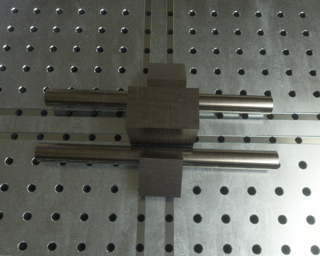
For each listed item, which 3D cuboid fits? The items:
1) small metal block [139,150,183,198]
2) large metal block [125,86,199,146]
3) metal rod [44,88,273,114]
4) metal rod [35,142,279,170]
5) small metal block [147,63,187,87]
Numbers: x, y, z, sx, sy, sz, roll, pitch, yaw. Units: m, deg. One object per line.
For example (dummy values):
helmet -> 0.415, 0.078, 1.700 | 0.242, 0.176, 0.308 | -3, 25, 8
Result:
small metal block -> 0.001, 0.055, 0.375 | 0.050, 0.025, 0.050 | 3, 108, 0
large metal block -> 0.003, -0.010, 0.381 | 0.081, 0.080, 0.050 | 2, 70, 0
metal rod -> -0.002, -0.036, 0.420 | 0.302, 0.025, 0.025 | 2, 70, 0
metal rod -> -0.004, 0.036, 0.395 | 0.302, 0.025, 0.025 | 2, 70, 0
small metal block -> 0.009, -0.066, 0.420 | 0.050, 0.025, 0.050 | 1, 36, 0
